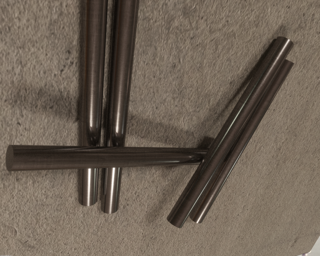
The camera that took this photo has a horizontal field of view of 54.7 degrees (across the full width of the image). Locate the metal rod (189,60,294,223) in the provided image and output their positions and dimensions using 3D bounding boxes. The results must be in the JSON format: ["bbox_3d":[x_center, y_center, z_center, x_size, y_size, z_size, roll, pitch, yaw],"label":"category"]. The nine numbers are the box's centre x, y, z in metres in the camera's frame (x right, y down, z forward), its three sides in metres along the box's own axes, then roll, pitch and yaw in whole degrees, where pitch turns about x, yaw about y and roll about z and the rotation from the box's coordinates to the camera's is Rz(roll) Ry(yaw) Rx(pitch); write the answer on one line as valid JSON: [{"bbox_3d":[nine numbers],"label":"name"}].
[{"bbox_3d":[0.123,0.030,0.494,0.025,0.025,0.298,12,112,-34],"label":"metal rod"}]

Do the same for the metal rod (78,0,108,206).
[{"bbox_3d":[-0.076,-0.034,0.344,0.025,0.025,0.298,-6,121,-26],"label":"metal rod"}]

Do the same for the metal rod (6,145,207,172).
[{"bbox_3d":[-0.026,0.036,0.387,0.302,0.025,0.025,4,117,-41],"label":"metal rod"}]

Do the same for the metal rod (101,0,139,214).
[{"bbox_3d":[-0.051,-0.018,0.369,0.025,0.025,0.298,-6,121,-26],"label":"metal rod"}]

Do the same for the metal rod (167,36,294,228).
[{"bbox_3d":[0.097,0.007,0.436,0.025,0.025,0.299,29,93,-38],"label":"metal rod"}]
